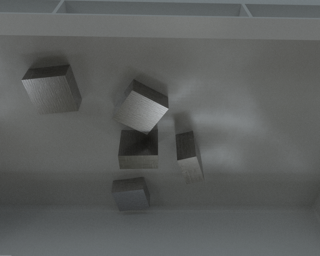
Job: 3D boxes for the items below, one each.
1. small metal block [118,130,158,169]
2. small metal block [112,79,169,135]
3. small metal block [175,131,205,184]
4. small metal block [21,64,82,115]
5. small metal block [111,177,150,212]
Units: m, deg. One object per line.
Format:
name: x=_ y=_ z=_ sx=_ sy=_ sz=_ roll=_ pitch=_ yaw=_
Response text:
small metal block: x=-0.028 y=0.028 z=0.416 sx=0.050 sy=0.050 sz=0.025 roll=-1 pitch=130 yaw=0
small metal block: x=-0.024 y=-0.025 z=0.387 sx=0.050 sy=0.025 sz=0.050 roll=26 pitch=125 yaw=-21
small metal block: x=0.041 y=0.041 z=0.428 sx=0.025 sy=0.050 sz=0.050 roll=-14 pitch=129 yaw=11
small metal block: x=-0.127 y=-0.045 z=0.369 sx=0.050 sy=0.025 sz=0.050 roll=-5 pitch=130 yaw=4
small metal block: x=-0.046 y=0.107 z=0.500 sx=0.050 sy=0.025 sz=0.050 roll=-8 pitch=130 yaw=6
